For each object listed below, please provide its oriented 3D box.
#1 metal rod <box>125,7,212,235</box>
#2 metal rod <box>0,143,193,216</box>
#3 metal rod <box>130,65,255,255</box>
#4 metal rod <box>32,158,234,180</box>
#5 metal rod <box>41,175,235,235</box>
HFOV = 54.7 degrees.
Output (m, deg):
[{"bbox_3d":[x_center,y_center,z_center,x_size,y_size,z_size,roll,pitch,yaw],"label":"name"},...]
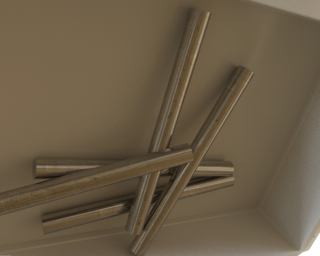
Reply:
[{"bbox_3d":[0.005,0.004,0.391,0.025,0.025,0.298,7,109,-32],"label":"metal rod"},{"bbox_3d":[-0.104,0.066,0.359,0.302,0.025,0.025,-14,125,-15],"label":"metal rod"},{"bbox_3d":[0.043,0.049,0.436,0.025,0.025,0.299,27,95,-38],"label":"metal rod"},{"bbox_3d":[-0.016,0.057,0.435,0.302,0.025,0.025,4,116,-31],"label":"metal rod"},{"bbox_3d":[-0.017,0.107,0.465,0.303,0.025,0.025,-8,122,-25],"label":"metal rod"}]
